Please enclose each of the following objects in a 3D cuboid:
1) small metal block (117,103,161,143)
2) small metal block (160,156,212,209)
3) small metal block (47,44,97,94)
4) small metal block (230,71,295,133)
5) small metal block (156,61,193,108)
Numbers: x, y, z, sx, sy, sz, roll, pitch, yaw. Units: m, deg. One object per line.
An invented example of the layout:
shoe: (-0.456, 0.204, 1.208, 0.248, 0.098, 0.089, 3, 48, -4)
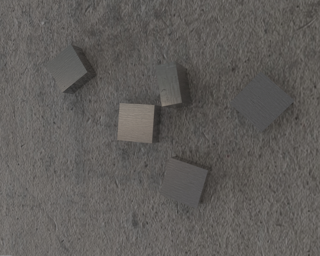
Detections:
small metal block: (-0.028, -0.007, 0.419, 0.050, 0.025, 0.050, 4, 92, 20)
small metal block: (0.033, 0.068, 0.397, 0.050, 0.025, 0.050, 17, 96, 19)
small metal block: (-0.130, -0.085, 0.455, 0.050, 0.025, 0.050, -35, 79, 16)
small metal block: (0.120, -0.030, 0.366, 0.050, 0.025, 0.050, 46, 104, 14)
small metal block: (0.019, -0.052, 0.389, 0.025, 0.050, 0.050, -10, 87, 20)
